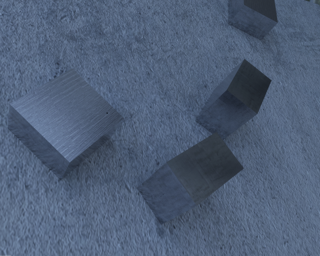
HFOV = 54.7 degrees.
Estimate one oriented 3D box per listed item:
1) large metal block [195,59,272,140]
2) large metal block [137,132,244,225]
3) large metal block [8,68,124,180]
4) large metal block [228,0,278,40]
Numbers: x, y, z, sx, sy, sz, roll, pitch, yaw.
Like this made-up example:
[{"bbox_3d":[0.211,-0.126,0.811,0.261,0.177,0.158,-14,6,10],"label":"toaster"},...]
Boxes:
[{"bbox_3d":[0.106,-0.040,0.449,0.050,0.080,0.080,38,51,-3],"label":"large metal block"},{"bbox_3d":[0.032,0.057,0.351,0.081,0.080,0.050,-27,77,-37],"label":"large metal block"},{"bbox_3d":[-0.101,-0.005,0.336,0.080,0.050,0.080,44,51,2],"label":"large metal block"},{"bbox_3d":[0.189,-0.239,0.635,0.080,0.050,0.080,20,54,-17],"label":"large metal block"}]
